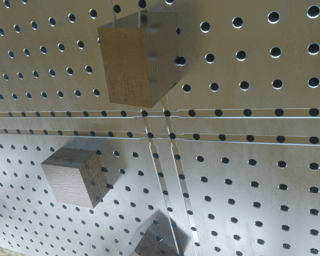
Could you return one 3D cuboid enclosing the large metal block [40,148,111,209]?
[{"bbox_3d":[-0.140,0.082,0.521,0.080,0.050,0.080,2,120,27],"label":"large metal block"}]

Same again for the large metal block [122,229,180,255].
[{"bbox_3d":[-0.021,0.240,0.556,0.080,0.050,0.080,40,129,1],"label":"large metal block"}]

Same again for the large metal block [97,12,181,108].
[{"bbox_3d":[-0.018,-0.077,0.338,0.050,0.080,0.080,9,122,23],"label":"large metal block"}]
